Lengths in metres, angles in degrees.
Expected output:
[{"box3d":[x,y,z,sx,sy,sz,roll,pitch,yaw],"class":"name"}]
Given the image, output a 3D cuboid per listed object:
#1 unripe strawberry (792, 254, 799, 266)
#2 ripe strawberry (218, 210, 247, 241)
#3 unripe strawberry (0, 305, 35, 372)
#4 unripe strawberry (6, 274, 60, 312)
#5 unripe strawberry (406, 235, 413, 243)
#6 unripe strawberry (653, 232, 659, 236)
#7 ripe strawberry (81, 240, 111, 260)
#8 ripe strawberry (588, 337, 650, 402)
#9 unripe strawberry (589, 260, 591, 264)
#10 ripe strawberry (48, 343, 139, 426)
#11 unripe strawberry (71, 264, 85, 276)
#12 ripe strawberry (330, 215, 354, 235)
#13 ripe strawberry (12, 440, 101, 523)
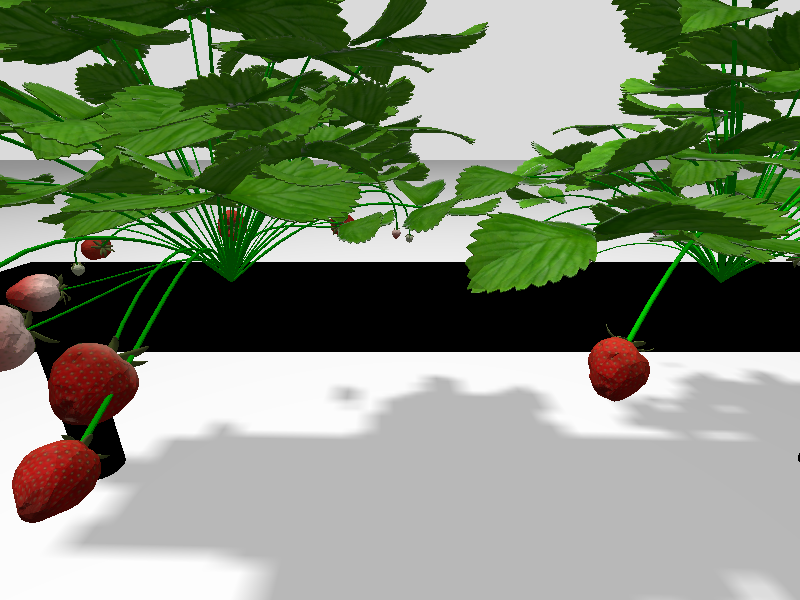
[{"box3d":[0.419,-0.045,0.415,0.017,0.018,0.016,-8,23,-22],"class":"unripe strawberry"},{"box3d":[-0.218,-0.097,0.521,0.036,0.041,0.039,-8,22,-19],"class":"ripe strawberry"},{"box3d":[-0.223,0.022,0.216,0.032,0.037,0.035,9,23,22],"class":"unripe strawberry"},{"box3d":[-0.273,-0.005,0.299,0.031,0.026,0.031,-13,24,-28],"class":"unripe strawberry"},{"box3d":[0.012,-0.076,0.496,0.010,0.010,0.009,-17,27,-37],"class":"unripe strawberry"},{"box3d":[0.356,-0.101,0.535,0.033,0.038,0.036,7,21,17],"class":"unripe strawberry"},{"box3d":[-0.331,-0.056,0.435,0.029,0.024,0.029,0,19,25],"class":"ripe strawberry"},{"box3d":[0.104,0.034,0.195,0.027,0.029,0.030,21,-17,43],"class":"ripe strawberry"},{"box3d":[0.192,-0.045,0.420,0.017,0.017,0.016,-3,17,32],"class":"unripe strawberry"},{"box3d":[-0.136,0.038,0.176,0.031,0.035,0.034,-2,38,-5],"class":"ripe strawberry"},{"box3d":[-0.298,-0.028,0.371,0.010,0.011,0.011,1,21,2],"class":"unripe strawberry"},{"box3d":[-0.078,-0.105,0.553,0.035,0.031,0.032,8,22,19],"class":"ripe strawberry"},{"box3d":[-0.116,0.061,0.134,0.024,0.025,0.026,-3,22,-8],"class":"ripe strawberry"}]
